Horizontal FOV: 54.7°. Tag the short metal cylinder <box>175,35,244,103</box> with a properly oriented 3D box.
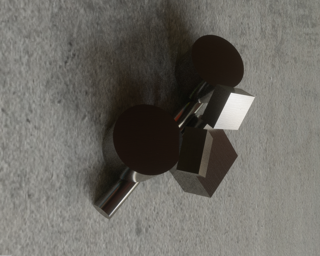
[{"bbox_3d":[0.068,-0.081,0.430,0.081,0.050,0.080,8,69,-21],"label":"short metal cylinder"}]

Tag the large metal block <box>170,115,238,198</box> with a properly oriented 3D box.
[{"bbox_3d":[0.055,0.037,0.436,0.080,0.050,0.080,-49,119,-29],"label":"large metal block"}]

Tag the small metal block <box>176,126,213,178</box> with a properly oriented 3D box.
[{"bbox_3d":[0.042,0.029,0.363,0.050,0.025,0.050,40,62,-69],"label":"small metal block"}]

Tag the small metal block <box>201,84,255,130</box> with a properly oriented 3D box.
[{"bbox_3d":[0.088,-0.026,0.401,0.050,0.025,0.050,3,119,-40],"label":"small metal block"}]

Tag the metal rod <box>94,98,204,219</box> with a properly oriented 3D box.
[{"bbox_3d":[0.021,-0.003,0.425,0.301,0.025,0.025,-49,119,-29],"label":"metal rod"}]

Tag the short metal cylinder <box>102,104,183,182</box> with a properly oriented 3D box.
[{"bbox_3d":[-0.021,0.019,0.356,0.081,0.050,0.080,8,69,-21],"label":"short metal cylinder"}]
